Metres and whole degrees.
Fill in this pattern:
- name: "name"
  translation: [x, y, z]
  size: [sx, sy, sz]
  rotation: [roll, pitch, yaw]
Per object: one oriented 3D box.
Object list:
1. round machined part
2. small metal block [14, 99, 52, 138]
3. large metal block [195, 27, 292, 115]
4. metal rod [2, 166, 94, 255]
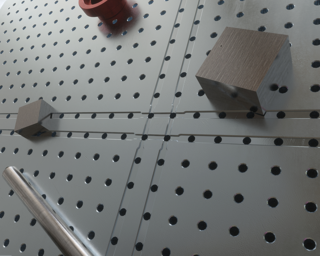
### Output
- name: "round machined part"
  translation: [-0.107, -0.254, 0.609]
  size: [0.098, 0.042, 0.098]
  rotation: [-13, 56, 21]
- name: "small metal block"
  translation: [-0.218, -0.016, 0.533]
  size: [0.050, 0.025, 0.050]
  rotation: [-17, 55, 18]
- name: "large metal block"
  translation: [0.104, -0.073, 0.382]
  size: [0.080, 0.050, 0.080]
  rotation: [23, 74, 36]
- name: "metal rod"
  translation: [-0.132, 0.130, 0.397]
  size: [0.300, 0.025, 0.025]
  rotation: [30, 78, 37]
